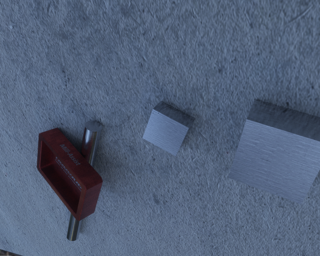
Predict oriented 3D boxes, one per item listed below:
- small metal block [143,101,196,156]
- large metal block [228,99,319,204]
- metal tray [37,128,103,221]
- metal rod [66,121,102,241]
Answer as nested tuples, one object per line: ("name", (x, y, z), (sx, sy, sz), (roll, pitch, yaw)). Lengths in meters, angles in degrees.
("small metal block", (0.011, 0.001, 0.400), (0.050, 0.025, 0.050), (28, 128, 9))
("large metal block", (0.129, 0.024, 0.338), (0.080, 0.050, 0.079), (19, 126, 16))
("metal tray", (-0.149, 0.073, 0.496), (0.130, 0.030, 0.089), (42, 132, 25))
("metal rod", (-0.138, 0.109, 0.544), (0.025, 0.025, 0.298), (28, 128, 10))
